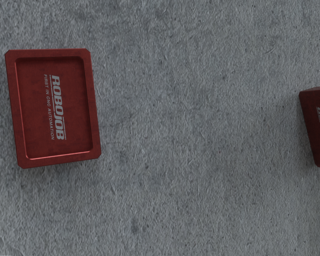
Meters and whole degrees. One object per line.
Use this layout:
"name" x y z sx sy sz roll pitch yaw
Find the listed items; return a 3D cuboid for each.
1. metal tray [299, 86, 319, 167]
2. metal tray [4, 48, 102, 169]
"metal tray" 0.264 0.001 0.469 0.030 0.090 0.129 -17 96 -9
"metal tray" -0.122 -0.024 0.361 0.091 0.030 0.129 -7 92 -20
